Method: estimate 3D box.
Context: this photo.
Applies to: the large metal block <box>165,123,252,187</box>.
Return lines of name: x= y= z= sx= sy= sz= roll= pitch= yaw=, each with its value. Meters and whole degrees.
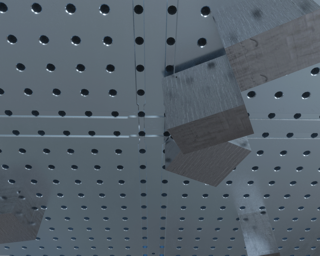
large metal block: x=0.061 y=0.026 z=0.419 sx=0.080 sy=0.050 sz=0.080 roll=21 pitch=127 yaw=-18

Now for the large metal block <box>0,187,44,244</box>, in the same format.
large metal block: x=-0.256 y=0.148 z=0.518 sx=0.080 sy=0.050 sz=0.080 roll=-9 pitch=130 yaw=7

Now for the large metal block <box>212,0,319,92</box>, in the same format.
large metal block: x=0.102 y=-0.090 z=0.300 sx=0.080 sy=0.080 sz=0.050 roll=-20 pitch=127 yaw=16

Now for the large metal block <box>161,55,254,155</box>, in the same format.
large metal block: x=0.051 y=-0.026 z=0.349 sx=0.080 sy=0.080 sz=0.050 roll=-18 pitch=138 yaw=15

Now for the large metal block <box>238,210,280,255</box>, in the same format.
large metal block: x=0.180 y=0.208 z=0.556 sx=0.050 sy=0.080 sz=0.080 roll=-14 pitch=129 yaw=11
